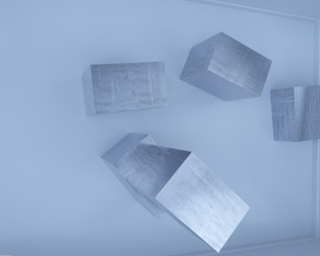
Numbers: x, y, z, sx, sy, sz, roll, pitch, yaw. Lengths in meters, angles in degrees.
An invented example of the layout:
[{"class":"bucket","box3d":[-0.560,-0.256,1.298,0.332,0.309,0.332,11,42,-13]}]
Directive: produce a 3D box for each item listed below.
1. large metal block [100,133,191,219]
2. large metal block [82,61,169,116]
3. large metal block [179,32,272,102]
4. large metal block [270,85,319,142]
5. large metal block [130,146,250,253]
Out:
[{"class":"large metal block","box3d":[-0.021,0.053,0.375,0.050,0.080,0.080,-40,103,-16]},{"class":"large metal block","box3d":[-0.044,-0.044,0.366,0.081,0.080,0.050,-7,93,-20]},{"class":"large metal block","box3d":[0.085,-0.077,0.414,0.080,0.080,0.050,23,83,-19]},{"class":"large metal block","box3d":[0.224,-0.023,0.482,0.081,0.050,0.079,-6,92,-20]},{"class":"large metal block","box3d":[0.026,0.065,0.307,0.080,0.080,0.050,44,76,-15]}]
